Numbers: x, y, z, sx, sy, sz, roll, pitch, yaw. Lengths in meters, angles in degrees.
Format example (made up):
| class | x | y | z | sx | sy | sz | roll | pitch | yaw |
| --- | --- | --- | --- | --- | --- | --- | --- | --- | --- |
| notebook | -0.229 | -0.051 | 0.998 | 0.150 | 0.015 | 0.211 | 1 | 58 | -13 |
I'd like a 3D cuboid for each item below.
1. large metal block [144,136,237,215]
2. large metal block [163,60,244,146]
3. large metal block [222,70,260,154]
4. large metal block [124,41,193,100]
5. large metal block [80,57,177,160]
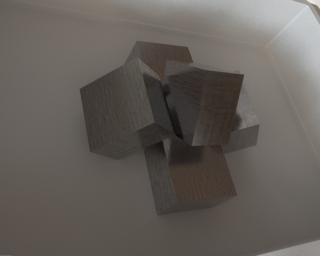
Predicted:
| class | x | y | z | sx | sy | sz | roll | pitch | yaw |
| --- | --- | --- | --- | --- | --- | --- | --- | --- | --- |
| large metal block | 0.035 | 0.054 | 0.374 | 0.081 | 0.050 | 0.080 | 1 | 62 | -28 |
| large metal block | 0.043 | -0.031 | 0.359 | 0.050 | 0.079 | 0.080 | 0 | 18 | -30 |
| large metal block | 0.095 | -0.018 | 0.422 | 0.050 | 0.080 | 0.080 | -16 | 65 | 7 |
| large metal block | 0.004 | -0.069 | 0.429 | 0.081 | 0.050 | 0.080 | -2 | 63 | -29 |
| large metal block | -0.037 | -0.019 | 0.350 | 0.050 | 0.080 | 0.080 | 30 | 40 | -58 |
